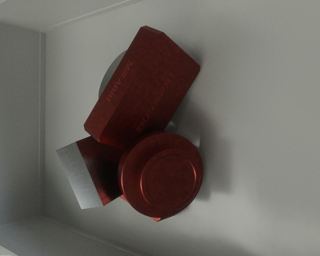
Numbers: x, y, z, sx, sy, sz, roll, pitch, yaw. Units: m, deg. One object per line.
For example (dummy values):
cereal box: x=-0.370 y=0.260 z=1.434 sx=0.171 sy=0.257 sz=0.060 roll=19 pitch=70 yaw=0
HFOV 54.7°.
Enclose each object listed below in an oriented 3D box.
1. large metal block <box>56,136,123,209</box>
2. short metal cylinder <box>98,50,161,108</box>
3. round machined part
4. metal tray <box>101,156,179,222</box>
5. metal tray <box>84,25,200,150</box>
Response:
large metal block: x=-0.071 y=0.046 z=0.395 sx=0.050 sy=0.081 sz=0.080 roll=-20 pitch=93 yaw=44
short metal cylinder: x=-0.034 y=-0.053 z=0.395 sx=0.080 sy=0.050 sz=0.080 roll=-30 pitch=46 yaw=37
round machined part: x=0.005 y=0.054 z=0.347 sx=0.042 sy=0.099 sz=0.097 roll=-165 pitch=79 yaw=-69
metal tray: x=-0.028 y=0.055 z=0.422 sx=0.130 sy=0.030 sz=0.089 roll=22 pitch=104 yaw=37
metal tray: x=-0.017 y=-0.036 z=0.354 sx=0.030 sy=0.090 sz=0.130 roll=34 pitch=95 yaw=38
